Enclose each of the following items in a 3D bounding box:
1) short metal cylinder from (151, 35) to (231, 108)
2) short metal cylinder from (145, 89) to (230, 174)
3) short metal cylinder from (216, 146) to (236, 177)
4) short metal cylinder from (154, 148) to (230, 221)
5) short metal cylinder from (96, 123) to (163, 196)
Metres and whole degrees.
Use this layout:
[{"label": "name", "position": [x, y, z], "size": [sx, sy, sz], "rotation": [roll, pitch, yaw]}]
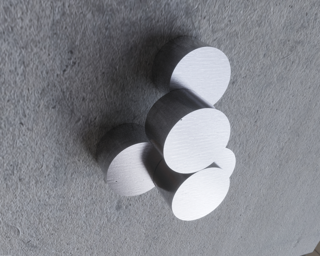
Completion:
[{"label": "short metal cylinder", "position": [0.036, -0.065, 0.372], "size": [0.081, 0.050, 0.079], "rotation": [-14, 124, -21]}, {"label": "short metal cylinder", "position": [0.030, 0.003, 0.344], "size": [0.081, 0.050, 0.079], "rotation": [-14, 124, -21]}, {"label": "short metal cylinder", "position": [0.063, 0.049, 0.456], "size": [0.081, 0.050, 0.079], "rotation": [-14, 124, -21]}, {"label": "short metal cylinder", "position": [0.039, 0.068, 0.390], "size": [0.081, 0.050, 0.079], "rotation": [-14, 124, -21]}, {"label": "short metal cylinder", "position": [-0.036, 0.040, 0.397], "size": [0.081, 0.050, 0.079], "rotation": [-14, 124, -21]}]
